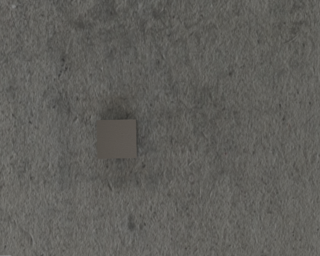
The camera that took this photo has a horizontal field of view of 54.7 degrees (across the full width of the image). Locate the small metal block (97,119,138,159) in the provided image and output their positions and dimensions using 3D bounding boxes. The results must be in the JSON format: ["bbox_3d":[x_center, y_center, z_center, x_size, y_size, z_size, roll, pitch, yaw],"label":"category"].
[{"bbox_3d":[-0.056,0.014,0.409,0.050,0.025,0.050,-1,90,-1],"label":"small metal block"}]
